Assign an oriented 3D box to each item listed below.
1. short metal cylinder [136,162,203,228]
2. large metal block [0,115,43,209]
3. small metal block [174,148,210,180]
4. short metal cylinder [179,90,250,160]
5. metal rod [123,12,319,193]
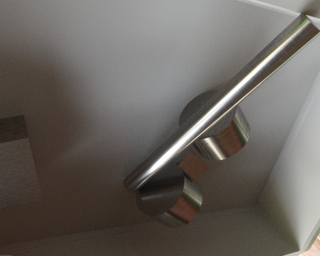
[{"bbox_3d":[0.013,0.095,0.441,0.080,0.080,0.050,-44,130,2],"label":"short metal cylinder"},{"bbox_3d":[-0.175,0.040,0.322,0.081,0.050,0.079,-12,124,-22],"label":"large metal block"},{"bbox_3d":[0.036,0.041,0.439,0.025,0.050,0.050,-47,130,4],"label":"small metal block"},{"bbox_3d":[0.072,-0.004,0.412,0.080,0.080,0.050,-41,130,-1],"label":"short metal cylinder"},{"bbox_3d":[0.047,-0.006,0.358,0.025,0.025,0.299,17,133,-36],"label":"metal rod"}]
